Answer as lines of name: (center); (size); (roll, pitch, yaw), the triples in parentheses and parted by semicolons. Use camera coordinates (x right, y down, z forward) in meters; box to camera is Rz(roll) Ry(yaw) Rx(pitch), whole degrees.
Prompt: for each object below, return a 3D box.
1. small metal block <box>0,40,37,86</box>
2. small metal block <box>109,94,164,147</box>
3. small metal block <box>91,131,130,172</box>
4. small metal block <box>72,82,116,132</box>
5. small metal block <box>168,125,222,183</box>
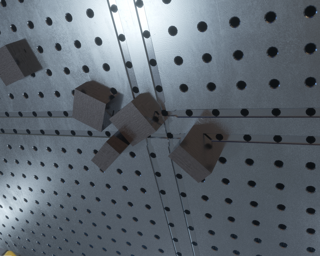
small metal block: (-0.223, -0.097, 0.466); (0.050, 0.025, 0.050); (-14, 112, 33)
small metal block: (-0.032, -0.010, 0.421); (0.050, 0.025, 0.050); (-34, 100, 38)
small metal block: (-0.065, 0.029, 0.445); (0.025, 0.050, 0.050); (43, 129, -1)
small metal block: (-0.095, -0.030, 0.441); (0.050, 0.025, 0.050); (26, 128, 11)
small metal block: (0.045, 0.032, 0.390); (0.050, 0.050, 0.025); (42, 129, -1)
